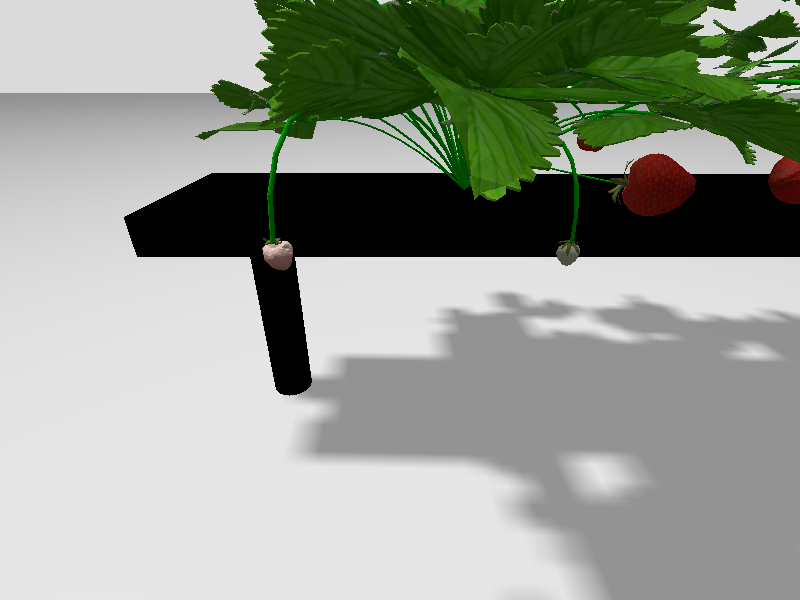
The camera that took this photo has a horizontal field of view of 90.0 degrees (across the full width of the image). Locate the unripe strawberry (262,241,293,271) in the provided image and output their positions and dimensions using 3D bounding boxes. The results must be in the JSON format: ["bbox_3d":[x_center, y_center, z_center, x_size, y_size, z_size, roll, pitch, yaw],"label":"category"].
[{"bbox_3d":[-0.053,-0.019,0.175,0.014,0.013,0.013,16,32,26],"label":"unripe strawberry"}]

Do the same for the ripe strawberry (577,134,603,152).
[{"bbox_3d":[0.247,-0.205,0.511,0.037,0.031,0.037,25,10,38],"label":"ripe strawberry"}]

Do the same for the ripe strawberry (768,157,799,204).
[{"bbox_3d":[0.299,-0.093,0.301,0.043,0.042,0.040,-6,29,-10],"label":"ripe strawberry"}]

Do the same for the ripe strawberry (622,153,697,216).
[{"bbox_3d":[0.179,-0.079,0.276,0.042,0.041,0.039,16,33,25],"label":"ripe strawberry"}]

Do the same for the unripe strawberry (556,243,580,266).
[{"bbox_3d":[0.081,-0.022,0.194,0.011,0.011,0.010,-4,29,-8],"label":"unripe strawberry"}]
